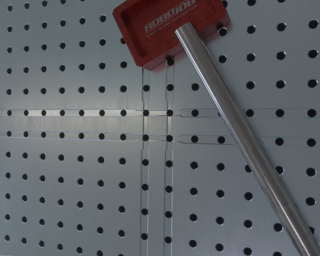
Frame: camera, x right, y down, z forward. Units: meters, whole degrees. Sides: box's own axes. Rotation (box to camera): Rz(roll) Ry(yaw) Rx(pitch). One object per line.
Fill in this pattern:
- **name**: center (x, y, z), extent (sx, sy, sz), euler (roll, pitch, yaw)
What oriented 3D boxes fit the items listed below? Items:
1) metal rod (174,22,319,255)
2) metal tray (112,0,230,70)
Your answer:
- **metal rod**: center (0.100, 0.012, 0.360), extent (0.025, 0.025, 0.299), euler (-30, 87, 17)
- **metal tray**: center (0.012, -0.146, 0.405), extent (0.130, 0.030, 0.090), euler (-27, 81, 17)
